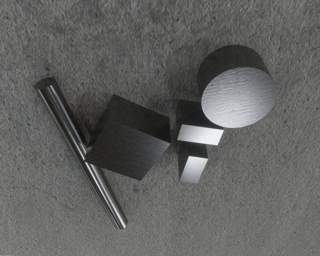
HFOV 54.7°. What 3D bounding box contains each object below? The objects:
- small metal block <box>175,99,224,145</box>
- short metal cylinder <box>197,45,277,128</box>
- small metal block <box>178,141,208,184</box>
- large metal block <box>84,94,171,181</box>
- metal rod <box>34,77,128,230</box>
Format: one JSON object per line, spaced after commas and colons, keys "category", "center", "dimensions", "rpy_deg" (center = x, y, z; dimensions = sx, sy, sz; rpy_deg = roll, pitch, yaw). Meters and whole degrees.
{"category": "small metal block", "center": [0.048, -0.008, 0.385], "dimensions": [0.050, 0.050, 0.025], "rpy_deg": [8, 130, -7]}
{"category": "short metal cylinder", "center": [0.085, -0.047, 0.353], "dimensions": [0.081, 0.050, 0.079], "rpy_deg": [0, 130, 0]}
{"category": "small metal block", "center": [0.044, 0.040, 0.425], "dimensions": [0.025, 0.050, 0.050], "rpy_deg": [9, 130, -8]}
{"category": "large metal block", "center": [-0.042, 0.015, 0.403], "dimensions": [0.080, 0.050, 0.080], "rpy_deg": [23, 126, -19]}
{"category": "metal rod", "center": [-0.102, 0.059, 0.455], "dimensions": [0.025, 0.025, 0.298], "rpy_deg": [-10, 130, 8]}
